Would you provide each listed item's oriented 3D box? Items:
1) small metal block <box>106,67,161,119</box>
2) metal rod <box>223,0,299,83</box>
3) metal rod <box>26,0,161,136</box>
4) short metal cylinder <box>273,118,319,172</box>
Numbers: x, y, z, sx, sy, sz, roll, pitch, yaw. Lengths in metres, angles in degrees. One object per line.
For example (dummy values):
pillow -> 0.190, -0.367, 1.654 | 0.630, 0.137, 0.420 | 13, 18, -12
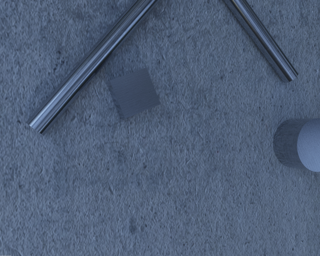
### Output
small metal block -> -0.034, -0.044, 0.397 | 0.050, 0.025, 0.050 | -24, 98, -19
metal rod -> 0.108, -0.187, 0.450 | 0.025, 0.025, 0.300 | -46, 105, -14
metal rod -> -0.055, -0.115, 0.389 | 0.025, 0.025, 0.300 | 41, 77, -16
short metal cylinder -> 0.226, 0.025, 0.481 | 0.081, 0.050, 0.079 | 0, 90, -21
